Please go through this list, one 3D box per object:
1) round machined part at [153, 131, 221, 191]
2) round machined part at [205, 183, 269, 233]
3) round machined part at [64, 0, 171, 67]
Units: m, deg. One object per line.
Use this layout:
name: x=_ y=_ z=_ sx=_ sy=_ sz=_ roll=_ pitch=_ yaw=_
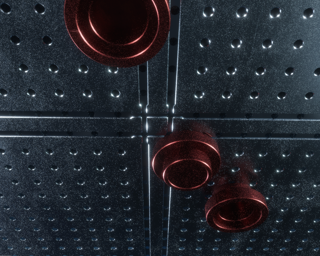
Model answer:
round machined part: x=0.039 y=0.054 z=0.446 sx=0.099 sy=0.042 sz=0.097 roll=0 pitch=130 yaw=0
round machined part: x=0.123 y=0.127 z=0.509 sx=0.099 sy=0.042 sz=0.097 roll=0 pitch=130 yaw=0
round machined part: x=-0.039 y=-0.113 z=0.304 sx=0.099 sy=0.042 sz=0.097 roll=0 pitch=130 yaw=0
